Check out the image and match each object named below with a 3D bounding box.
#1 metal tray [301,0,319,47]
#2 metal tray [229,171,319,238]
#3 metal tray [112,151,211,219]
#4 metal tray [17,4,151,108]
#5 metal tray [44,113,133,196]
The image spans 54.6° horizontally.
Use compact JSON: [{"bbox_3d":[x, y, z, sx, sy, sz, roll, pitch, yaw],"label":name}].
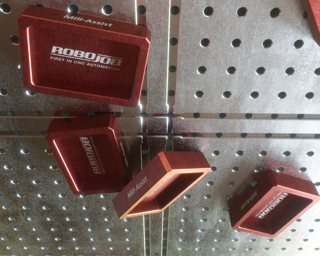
[{"bbox_3d":[0.178,-0.144,0.287,0.090,0.030,0.130,-26,126,20],"label":"metal tray"},{"bbox_3d":[0.188,0.133,0.522,0.091,0.030,0.129,17,128,-14],"label":"metal tray"},{"bbox_3d":[0.001,0.084,0.452,0.091,0.030,0.129,5,137,-44],"label":"metal tray"},{"bbox_3d":[-0.082,-0.075,0.343,0.131,0.030,0.089,8,130,-8],"label":"metal tray"},{"bbox_3d":[-0.095,0.042,0.443,0.090,0.030,0.129,-6,130,5],"label":"metal tray"}]
